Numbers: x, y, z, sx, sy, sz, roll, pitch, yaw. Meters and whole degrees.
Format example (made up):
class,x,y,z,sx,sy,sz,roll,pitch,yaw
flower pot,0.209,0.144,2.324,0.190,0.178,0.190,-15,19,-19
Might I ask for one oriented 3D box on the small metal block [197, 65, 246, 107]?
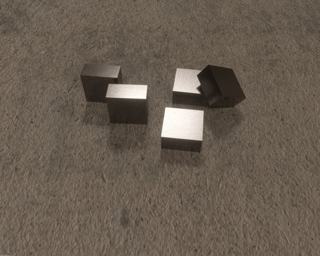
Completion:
class,x,y,z,sx,sy,sz,roll,pitch,yaw
small metal block,0.085,-0.058,0.431,0.050,0.025,0.050,0,62,-39

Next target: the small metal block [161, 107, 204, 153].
class,x,y,z,sx,sy,sz,roll,pitch,yaw
small metal block,0.029,0.002,0.402,0.050,0.025,0.050,6,50,4

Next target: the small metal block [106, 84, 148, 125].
class,x,y,z,sx,sy,sz,roll,pitch,yaw
small metal block,-0.042,-0.031,0.412,0.050,0.050,0.025,2,50,1

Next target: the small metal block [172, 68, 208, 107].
class,x,y,z,sx,sy,sz,roll,pitch,yaw
small metal block,0.046,-0.060,0.454,0.050,0.025,0.050,7,50,5

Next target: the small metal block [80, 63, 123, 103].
class,x,y,z,sx,sy,sz,roll,pitch,yaw
small metal block,-0.080,-0.062,0.438,0.050,0.050,0.025,5,50,3
